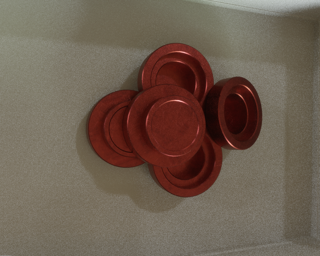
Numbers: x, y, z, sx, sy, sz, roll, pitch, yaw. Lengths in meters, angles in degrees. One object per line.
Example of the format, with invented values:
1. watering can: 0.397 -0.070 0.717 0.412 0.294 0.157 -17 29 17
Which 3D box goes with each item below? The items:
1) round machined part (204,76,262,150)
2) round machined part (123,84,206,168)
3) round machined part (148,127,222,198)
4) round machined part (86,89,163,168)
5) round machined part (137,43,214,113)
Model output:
1. round machined part: 0.095 -0.019 0.425 0.099 0.042 0.097 3 86 -41
2. round machined part: 0.010 -0.003 0.358 0.099 0.042 0.097 0 90 -21
3. round machined part: 0.030 0.039 0.412 0.099 0.042 0.097 0 90 -21
4. round machined part: -0.039 0.001 0.384 0.099 0.042 0.097 0 90 -21
5. round machined part: 0.017 -0.058 0.407 0.099 0.042 0.097 0 90 -21
